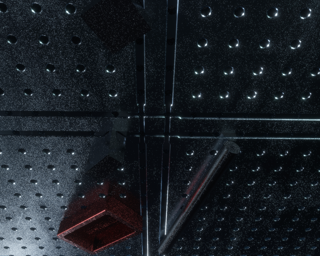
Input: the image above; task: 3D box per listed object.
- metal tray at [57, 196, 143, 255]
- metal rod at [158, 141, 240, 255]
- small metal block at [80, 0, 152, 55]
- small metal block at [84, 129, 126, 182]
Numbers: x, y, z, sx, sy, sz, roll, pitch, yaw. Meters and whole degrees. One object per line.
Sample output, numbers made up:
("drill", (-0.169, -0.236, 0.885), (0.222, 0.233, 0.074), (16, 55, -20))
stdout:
("metal tray", (-0.107, 0.178, 0.558), (0.130, 0.030, 0.090), (-32, 124, 24))
("metal rod", (0.054, 0.135, 0.527), (0.025, 0.025, 0.298), (14, 129, -12))
("small metal block", (-0.043, -0.112, 0.316), (0.050, 0.025, 0.050), (-27, 126, 21))
("small metal block", (-0.074, 0.038, 0.426), (0.025, 0.050, 0.050), (37, 121, -27))
